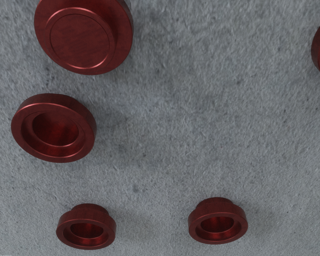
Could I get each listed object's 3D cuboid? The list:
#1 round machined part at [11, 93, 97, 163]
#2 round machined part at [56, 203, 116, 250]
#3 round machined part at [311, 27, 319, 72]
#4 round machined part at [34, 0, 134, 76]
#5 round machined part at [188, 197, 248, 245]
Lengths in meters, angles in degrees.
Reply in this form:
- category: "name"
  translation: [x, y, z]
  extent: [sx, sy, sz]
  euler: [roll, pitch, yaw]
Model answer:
- category: "round machined part"
  translation: [-0.129, -0.004, 0.391]
  extent: [0.099, 0.042, 0.097]
  euler: [-1, 130, 0]
- category: "round machined part"
  translation: [-0.125, 0.168, 0.537]
  extent: [0.099, 0.042, 0.097]
  euler: [-1, 130, 0]
- category: "round machined part"
  translation: [0.219, -0.085, 0.327]
  extent: [0.099, 0.042, 0.097]
  euler: [-1, 130, 0]
- category: "round machined part"
  translation: [-0.077, -0.095, 0.314]
  extent: [0.099, 0.042, 0.097]
  euler: [-1, 130, 0]
- category: "round machined part"
  translation: [0.097, 0.155, 0.530]
  extent: [0.099, 0.042, 0.097]
  euler: [-1, 130, 0]
